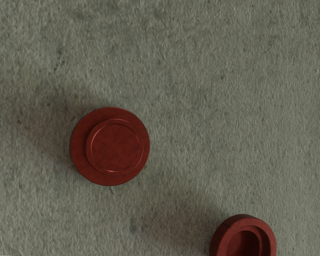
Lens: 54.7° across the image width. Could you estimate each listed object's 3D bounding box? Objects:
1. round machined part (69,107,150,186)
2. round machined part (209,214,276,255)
[{"bbox_3d":[-0.059,0.023,0.379,0.099,0.042,0.097,0,90,-21],"label":"round machined part"},{"bbox_3d":[0.113,0.172,0.444,0.099,0.042,0.097,0,90,-21],"label":"round machined part"}]
